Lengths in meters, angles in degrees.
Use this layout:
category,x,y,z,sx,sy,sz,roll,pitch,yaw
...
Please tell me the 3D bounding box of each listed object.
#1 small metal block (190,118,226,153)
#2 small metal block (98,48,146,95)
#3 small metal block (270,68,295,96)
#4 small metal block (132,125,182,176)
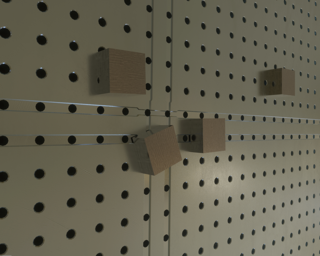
category,x,y,z,sx,sy,sz,roll,pitch,yaw
small metal block,0.073,0.011,0.469,0.050,0.025,0.050,-2,91,-40
small metal block,-0.045,-0.065,0.370,0.050,0.025,0.050,-2,92,-40
small metal block,0.241,-0.089,0.609,0.050,0.025,0.050,0,90,-40
small metal block,-0.003,0.028,0.406,0.050,0.025,0.050,-24,105,-37
